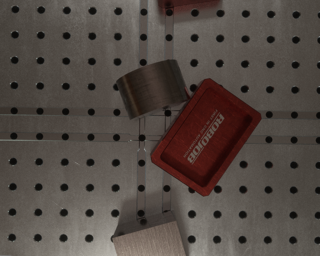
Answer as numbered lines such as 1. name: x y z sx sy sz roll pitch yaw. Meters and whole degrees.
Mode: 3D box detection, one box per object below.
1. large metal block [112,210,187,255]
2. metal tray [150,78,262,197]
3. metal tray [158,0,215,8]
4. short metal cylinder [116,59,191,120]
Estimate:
1. large metal block: -0.009 0.161 0.401 0.080 0.050 0.080 -15 90 -1
2. metal tray: 0.059 0.012 0.408 0.090 0.030 0.130 35 90 -4
3. metal tray: 0.033 -0.235 0.411 0.091 0.030 0.129 -9 90 -1
4. short metal cylinder: -0.008 -0.046 0.386 0.080 0.080 0.050 -20 90 0
